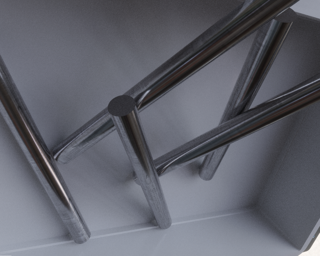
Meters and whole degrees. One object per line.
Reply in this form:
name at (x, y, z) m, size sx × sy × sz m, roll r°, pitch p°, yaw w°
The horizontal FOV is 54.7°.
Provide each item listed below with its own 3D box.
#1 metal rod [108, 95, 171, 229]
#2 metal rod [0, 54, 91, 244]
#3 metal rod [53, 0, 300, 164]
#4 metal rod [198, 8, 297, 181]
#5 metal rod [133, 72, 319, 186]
metal rod at (-0.013, 0.068, 0.393) m, size 0.025 × 0.025 × 0.299 m, roll -28°, pitch 144°, yaw -11°
metal rod at (-0.137, 0.037, 0.357) m, size 0.025 × 0.025 × 0.298 m, roll -23°, pitch 127°, yaw -15°
metal rod at (-0.006, -0.039, 0.297) m, size 0.299 × 0.025 × 0.025 m, roll -33°, pitch 135°, yaw 28°
metal rod at (0.087, -0.010, 0.377) m, size 0.025 × 0.025 × 0.298 m, roll -19°, pitch 150°, yaw -18°
metal rod at (0.076, 0.007, 0.356) m, size 0.025 × 0.025 × 0.299 m, roll 26°, pitch 136°, yaw -38°
